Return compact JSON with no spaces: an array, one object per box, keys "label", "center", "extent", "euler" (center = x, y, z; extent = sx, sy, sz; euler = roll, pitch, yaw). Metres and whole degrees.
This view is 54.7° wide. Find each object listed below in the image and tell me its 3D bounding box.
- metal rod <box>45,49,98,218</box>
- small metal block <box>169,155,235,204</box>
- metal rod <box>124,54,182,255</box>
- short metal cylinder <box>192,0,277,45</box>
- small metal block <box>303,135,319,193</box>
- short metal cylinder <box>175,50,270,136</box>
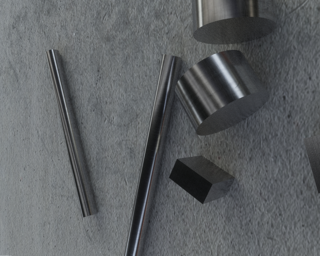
[{"label":"metal rod","center":[-0.155,0.002,0.532],"extent":[0.025,0.025,0.299],"euler":[-27,73,37]},{"label":"small metal block","center":[0.048,0.056,0.349],"extent":[0.050,0.050,0.025],"euler":[34,111,35]},{"label":"metal rod","center":[-0.013,0.053,0.415],"extent":[0.025,0.025,0.298],"euler":[19,102,38]},{"label":"short metal cylinder","center":[0.072,-0.120,0.309],"extent":[0.080,0.081,0.050],"euler":[-4,88,40]},{"label":"small metal block","center":[0.162,0.027,0.272],"extent":[0.050,0.025,0.050],"euler":[-19,78,38]},{"label":"short metal cylinder","center":[0.062,-0.034,0.318],"extent":[0.080,0.081,0.050],"euler":[-39,66,33]}]
